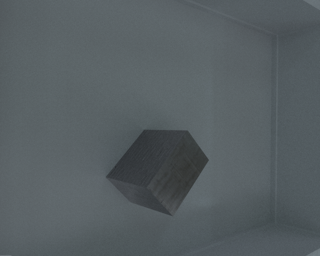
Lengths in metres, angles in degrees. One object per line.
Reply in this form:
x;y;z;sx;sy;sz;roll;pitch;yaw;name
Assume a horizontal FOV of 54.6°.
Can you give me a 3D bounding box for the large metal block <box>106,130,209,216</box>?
-0.003;0.048;0.367;0.080;0.080;0.050;-52;121;-27;large metal block
